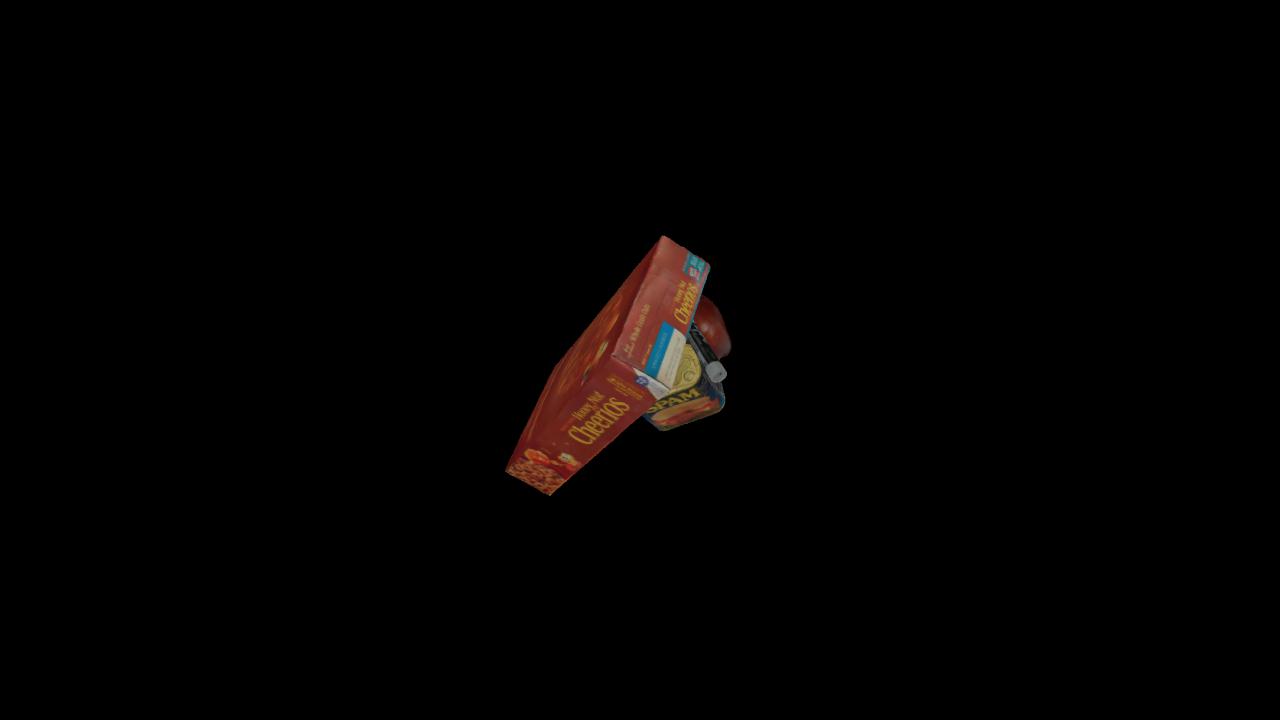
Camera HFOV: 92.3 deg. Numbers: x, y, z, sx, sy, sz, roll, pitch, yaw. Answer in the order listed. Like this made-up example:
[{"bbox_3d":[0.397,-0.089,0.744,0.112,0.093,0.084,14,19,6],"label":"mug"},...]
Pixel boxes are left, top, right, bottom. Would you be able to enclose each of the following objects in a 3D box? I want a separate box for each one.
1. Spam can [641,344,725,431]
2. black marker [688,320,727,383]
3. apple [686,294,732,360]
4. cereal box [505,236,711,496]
[{"bbox_3d":[0.040,0.036,0.724,0.101,0.058,0.085,-21,-35,19],"label":"Spam can"},{"bbox_3d":[0.063,-0.023,0.686,0.020,0.020,0.121,0,43,-27],"label":"black marker"},{"bbox_3d":[0.066,-0.035,0.744,0.079,0.093,0.079,-34,19,13],"label":"apple"},{"bbox_3d":[-0.044,0.017,0.746,0.081,0.203,0.306,32,-44,-13],"label":"cereal box"}]
